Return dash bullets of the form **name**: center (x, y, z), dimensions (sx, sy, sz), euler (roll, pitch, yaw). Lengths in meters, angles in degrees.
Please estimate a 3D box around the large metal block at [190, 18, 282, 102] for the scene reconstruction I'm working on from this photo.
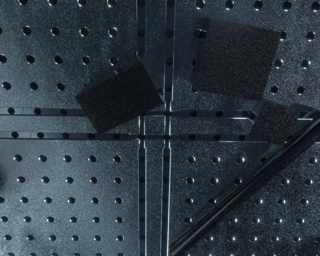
- **large metal block**: center (0.086, -0.083, 0.371), dimensions (0.081, 0.050, 0.079), euler (9, 110, -4)

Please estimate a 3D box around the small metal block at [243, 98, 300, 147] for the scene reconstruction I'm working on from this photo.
- **small metal block**: center (0.148, -0.008, 0.413), dimensions (0.050, 0.025, 0.050), euler (18, 109, -7)

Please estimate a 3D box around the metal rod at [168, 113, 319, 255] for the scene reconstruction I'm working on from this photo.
- **metal rod**: center (0.124, 0.089, 0.448), dimensions (0.025, 0.025, 0.299), euler (41, 105, -14)

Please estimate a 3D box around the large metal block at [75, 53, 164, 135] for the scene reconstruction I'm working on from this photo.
- **large metal block**: center (-0.043, -0.043, 0.367), dimensions (0.080, 0.080, 0.050), euler (-26, 108, 9)
